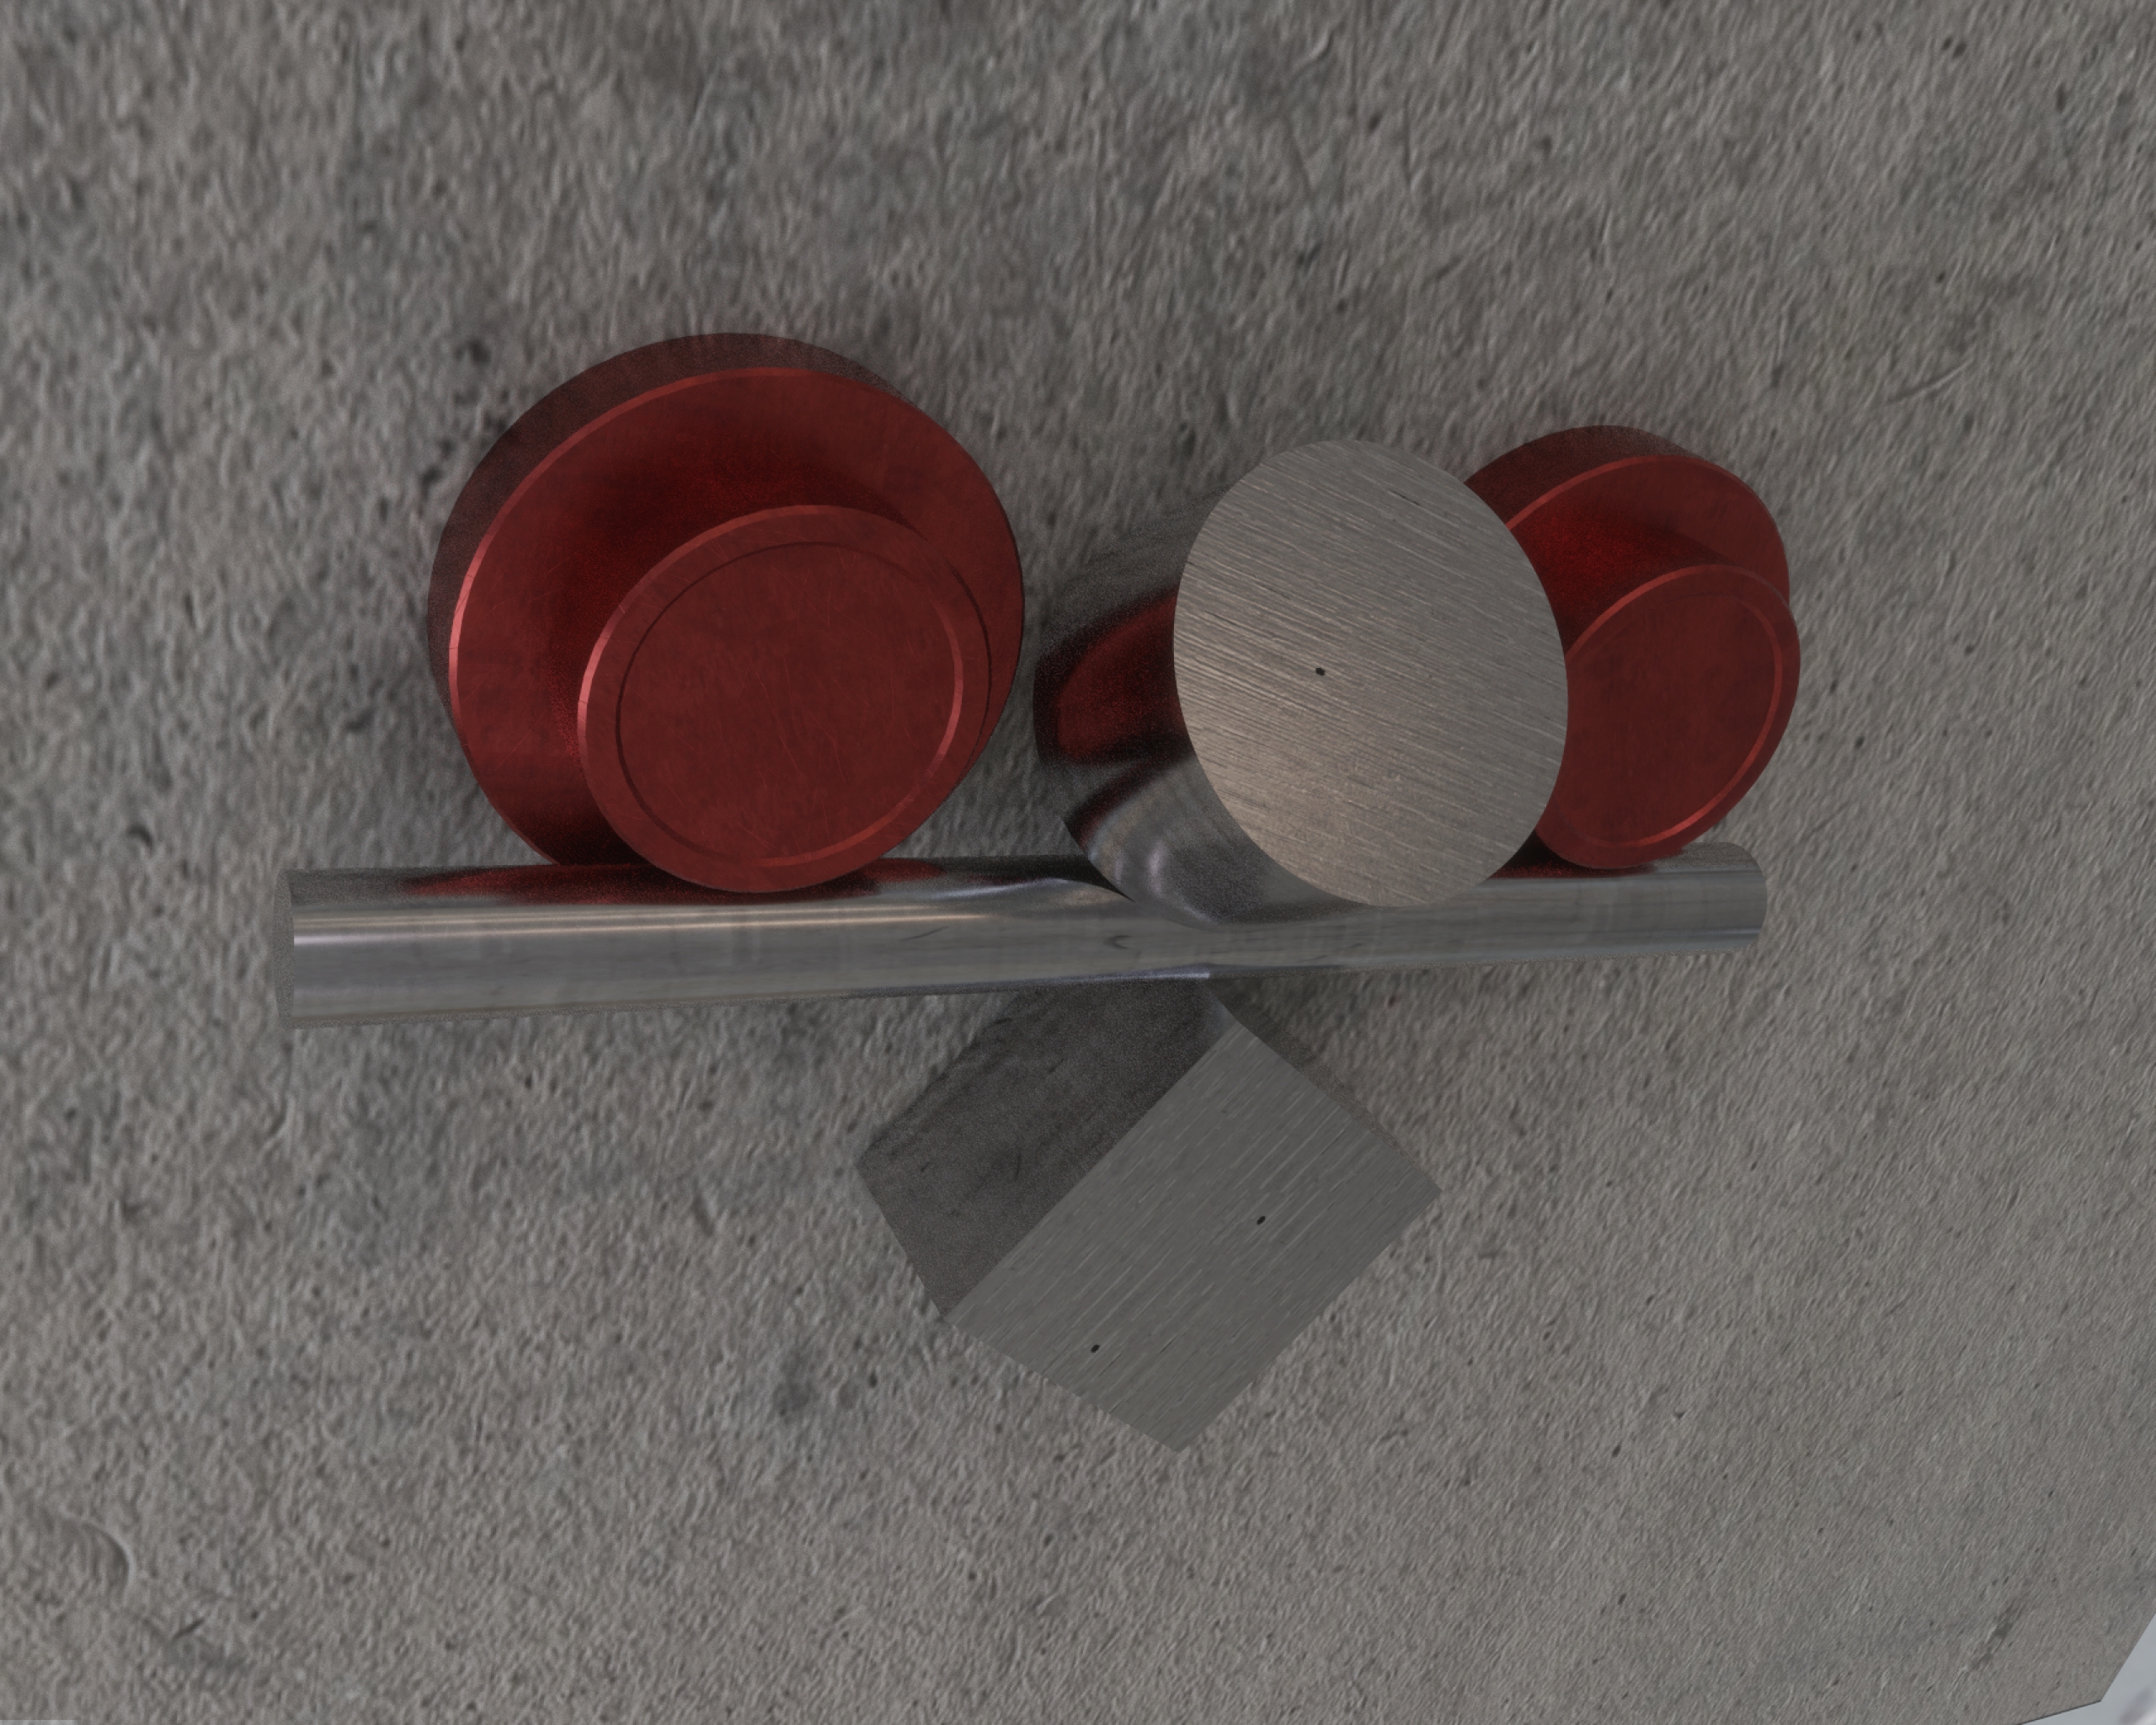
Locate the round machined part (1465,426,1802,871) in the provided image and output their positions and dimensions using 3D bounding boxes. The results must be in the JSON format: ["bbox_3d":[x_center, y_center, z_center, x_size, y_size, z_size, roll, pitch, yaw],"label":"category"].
[{"bbox_3d":[0.110,-0.037,0.434,0.099,0.042,0.097,-14,124,-21],"label":"round machined part"}]

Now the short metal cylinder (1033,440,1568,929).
[{"bbox_3d":[0.039,-0.029,0.372,0.081,0.050,0.080,4,81,-27],"label":"short metal cylinder"}]

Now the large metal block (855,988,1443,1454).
[{"bbox_3d":[0.015,0.066,0.439,0.080,0.050,0.080,-46,129,4],"label":"large metal block"}]

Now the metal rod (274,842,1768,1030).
[{"bbox_3d":[0.011,0.011,0.393,0.303,0.025,0.025,-1,119,-28],"label":"metal rod"}]

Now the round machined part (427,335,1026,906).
[{"bbox_3d":[-0.053,-0.034,0.346,0.099,0.042,0.097,-14,124,-21],"label":"round machined part"}]
